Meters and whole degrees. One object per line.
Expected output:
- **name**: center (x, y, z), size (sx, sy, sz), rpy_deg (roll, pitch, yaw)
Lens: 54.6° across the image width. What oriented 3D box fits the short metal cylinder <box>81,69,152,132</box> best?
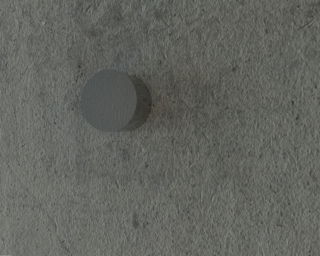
- **short metal cylinder**: center (-0.057, -0.035, 0.417), size (0.080, 0.050, 0.080), rpy_deg (0, 90, 20)
